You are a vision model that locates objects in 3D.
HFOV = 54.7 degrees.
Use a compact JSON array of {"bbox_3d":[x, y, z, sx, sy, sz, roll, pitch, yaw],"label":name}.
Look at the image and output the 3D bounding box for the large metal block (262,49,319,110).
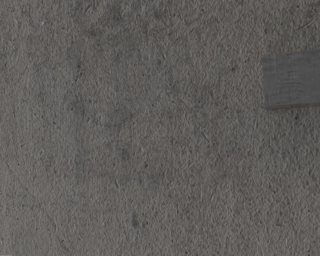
[{"bbox_3d":[0.152,-0.048,0.326,0.080,0.080,0.050,-3,89,20],"label":"large metal block"}]
